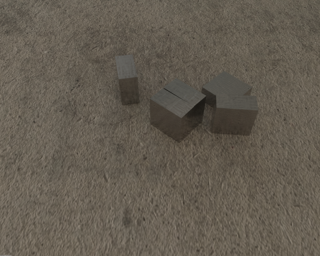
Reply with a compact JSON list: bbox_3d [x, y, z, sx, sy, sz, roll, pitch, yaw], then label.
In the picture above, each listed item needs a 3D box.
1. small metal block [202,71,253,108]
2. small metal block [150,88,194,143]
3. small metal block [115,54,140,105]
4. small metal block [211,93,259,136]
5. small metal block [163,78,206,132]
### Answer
[{"bbox_3d":[0.095,-0.050,0.445,0.050,0.025,0.050,38,59,27],"label":"small metal block"},{"bbox_3d":[0.015,-0.016,0.400,0.050,0.050,0.025,33,58,24],"label":"small metal block"},{"bbox_3d":[-0.047,-0.069,0.444,0.025,0.050,0.050,-8,51,-7],"label":"small metal block"},{"bbox_3d":[0.095,-0.017,0.401,0.050,0.050,0.025,4,50,3],"label":"small metal block"},{"bbox_3d":[0.031,-0.030,0.413,0.050,0.050,0.025,35,58,25],"label":"small metal block"}]
